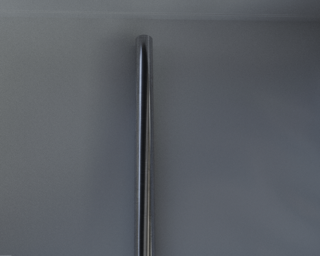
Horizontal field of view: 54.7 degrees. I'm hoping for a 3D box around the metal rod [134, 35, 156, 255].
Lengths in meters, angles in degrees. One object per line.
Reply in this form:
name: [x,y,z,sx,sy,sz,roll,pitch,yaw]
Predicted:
metal rod: [-0.020,0.010,0.405,0.025,0.025,0.299,-1,70,-1]
